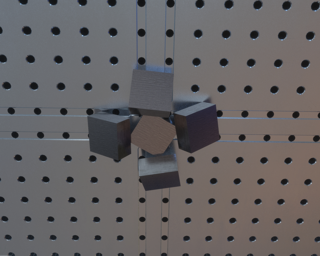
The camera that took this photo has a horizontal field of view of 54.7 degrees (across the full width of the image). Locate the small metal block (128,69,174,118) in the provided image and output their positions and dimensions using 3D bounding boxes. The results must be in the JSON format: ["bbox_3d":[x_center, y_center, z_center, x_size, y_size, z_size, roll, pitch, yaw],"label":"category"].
[{"bbox_3d":[-0.011,-0.042,0.384,0.050,0.025,0.050,6,74,-3],"label":"small metal block"}]

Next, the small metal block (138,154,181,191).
[{"bbox_3d":[0.000,0.062,0.423,0.050,0.025,0.050,-8,146,3],"label":"small metal block"}]

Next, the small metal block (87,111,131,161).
[{"bbox_3d":[-0.066,0.009,0.404,0.050,0.025,0.050,13,114,32],"label":"small metal block"}]

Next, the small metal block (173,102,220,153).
[{"bbox_3d":[0.048,-0.002,0.401,0.050,0.025,0.050,-22,113,-30],"label":"small metal block"}]

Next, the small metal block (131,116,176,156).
[{"bbox_3d":[-0.009,0.005,0.415,0.050,0.025,0.050,30,107,-11],"label":"small metal block"}]
